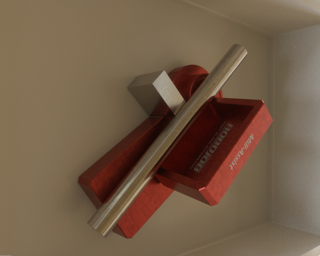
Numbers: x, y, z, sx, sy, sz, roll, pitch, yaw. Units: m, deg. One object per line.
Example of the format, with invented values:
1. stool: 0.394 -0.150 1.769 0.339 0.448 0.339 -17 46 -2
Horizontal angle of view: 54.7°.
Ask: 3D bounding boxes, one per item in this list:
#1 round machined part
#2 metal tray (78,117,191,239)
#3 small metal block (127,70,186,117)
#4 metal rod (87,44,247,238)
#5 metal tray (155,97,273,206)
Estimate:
1. round machined part: 0.052 -0.041 0.439 0.099 0.042 0.097 0 90 -40
2. metal tray: -0.024 0.057 0.384 0.131 0.030 0.090 -42 116 -32
3. small metal block: -0.005 -0.041 0.386 0.025 0.050 0.050 -52 121 -27
4. metal rod: 0.023 -0.002 0.375 0.301 0.025 0.025 -50 120 -24
5. metal tray: 0.060 0.020 0.366 0.130 0.090 0.030 -50 123 -21
